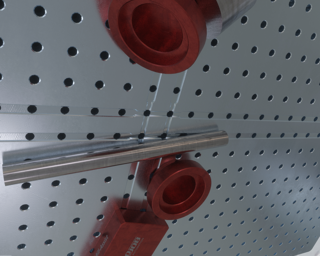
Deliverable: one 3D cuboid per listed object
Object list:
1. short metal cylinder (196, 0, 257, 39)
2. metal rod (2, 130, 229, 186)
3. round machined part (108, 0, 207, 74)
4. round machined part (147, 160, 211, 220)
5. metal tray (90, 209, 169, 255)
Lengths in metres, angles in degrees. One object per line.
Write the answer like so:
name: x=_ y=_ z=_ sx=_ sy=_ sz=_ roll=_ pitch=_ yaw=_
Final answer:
short metal cylinder: x=0.051 y=-0.139 z=0.313 sx=0.050 sy=0.080 sz=0.080 roll=-42 pitch=130 yaw=-11
metal rod: x=-0.039 y=0.034 z=0.411 sx=0.303 sy=0.025 sz=0.025 roll=-8 pitch=122 yaw=-25
round machined part: x=0.001 y=-0.105 z=0.312 sx=0.042 sy=0.098 sz=0.098 roll=-61 pitch=138 yaw=-31
round machined part: x=0.025 y=0.088 z=0.469 sx=0.099 sy=0.042 sz=0.097 roll=-14 pitch=124 yaw=-21
metal tray: x=-0.055 y=0.193 z=0.498 sx=0.091 sy=0.030 sz=0.129 roll=18 pitch=109 yaw=-35
